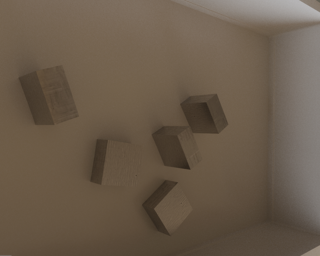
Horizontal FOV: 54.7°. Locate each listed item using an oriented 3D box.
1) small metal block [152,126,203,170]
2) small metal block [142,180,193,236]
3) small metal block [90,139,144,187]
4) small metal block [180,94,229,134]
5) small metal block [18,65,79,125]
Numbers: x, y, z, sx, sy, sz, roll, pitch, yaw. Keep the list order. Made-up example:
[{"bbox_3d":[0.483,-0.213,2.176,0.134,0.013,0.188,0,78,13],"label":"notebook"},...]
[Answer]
[{"bbox_3d":[0.022,0.025,0.411,0.025,0.050,0.050,-35,112,-35],"label":"small metal block"},{"bbox_3d":[0.011,0.107,0.418,0.050,0.025,0.050,-42,116,-32],"label":"small metal block"},{"bbox_3d":[-0.050,0.042,0.366,0.050,0.025,0.050,13,82,-40],"label":"small metal block"},{"bbox_3d":[0.064,-0.020,0.446,0.025,0.050,0.050,-39,114,-33],"label":"small metal block"},{"bbox_3d":[-0.108,-0.030,0.300,0.025,0.050,0.050,-25,106,-38],"label":"small metal block"}]
